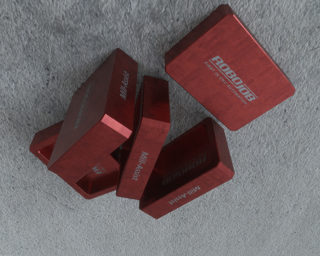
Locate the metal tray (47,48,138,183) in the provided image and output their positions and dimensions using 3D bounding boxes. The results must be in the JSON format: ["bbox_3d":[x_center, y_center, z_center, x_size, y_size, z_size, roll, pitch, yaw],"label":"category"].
[{"bbox_3d":[-0.066,-0.018,0.324,0.030,0.130,0.090,36,121,-27],"label":"metal tray"}]

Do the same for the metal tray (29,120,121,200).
[{"bbox_3d":[-0.105,0.044,0.442,0.090,0.030,0.130,-23,127,18],"label":"metal tray"}]

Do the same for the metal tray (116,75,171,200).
[{"bbox_3d":[-0.022,0.014,0.377,0.030,0.090,0.129,13,129,-11],"label":"metal tray"}]

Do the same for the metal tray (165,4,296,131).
[{"bbox_3d":[0.080,-0.061,0.354,0.090,0.030,0.130,-37,122,26],"label":"metal tray"}]

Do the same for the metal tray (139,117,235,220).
[{"bbox_3d":[0.030,0.053,0.412,0.130,0.090,0.030,-36,122,26],"label":"metal tray"}]
